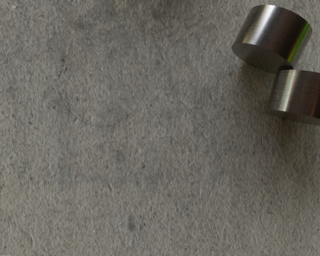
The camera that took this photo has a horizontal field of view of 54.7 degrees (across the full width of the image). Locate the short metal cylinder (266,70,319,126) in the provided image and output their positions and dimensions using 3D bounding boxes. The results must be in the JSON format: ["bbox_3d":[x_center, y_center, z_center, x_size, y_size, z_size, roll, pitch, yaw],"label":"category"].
[{"bbox_3d":[0.179,-0.036,0.385,0.080,0.080,0.050,15,90,-1],"label":"short metal cylinder"}]

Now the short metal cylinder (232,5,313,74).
[{"bbox_3d":[0.137,-0.107,0.384,0.080,0.080,0.050,26,90,-1],"label":"short metal cylinder"}]
